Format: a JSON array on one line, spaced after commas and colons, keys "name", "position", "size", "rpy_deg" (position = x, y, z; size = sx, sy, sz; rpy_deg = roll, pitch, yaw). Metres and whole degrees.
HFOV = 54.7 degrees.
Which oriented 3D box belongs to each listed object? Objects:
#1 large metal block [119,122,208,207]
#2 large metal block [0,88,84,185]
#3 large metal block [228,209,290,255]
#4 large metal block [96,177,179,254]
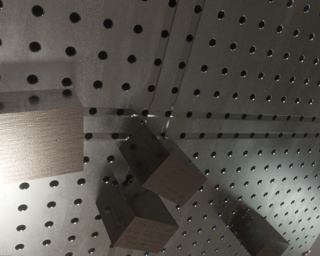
[{"name": "large metal block", "position": [0.003, 0.047, 0.409], "size": [0.050, 0.080, 0.080], "rpy_deg": [-49, 129, 6]}, {"name": "large metal block", "position": [-0.128, 0.006, 0.330], "size": [0.081, 0.050, 0.079], "rpy_deg": [-7, 122, -25]}, {"name": "large metal block", "position": [0.198, 0.216, 0.621], "size": [0.080, 0.080, 0.050], "rpy_deg": [28, 103, -38]}, {"name": "large metal block", "position": [-0.033, 0.122, 0.435], "size": [0.080, 0.080, 0.050], "rpy_deg": [28, 103, -38]}]
